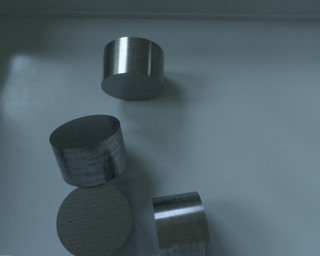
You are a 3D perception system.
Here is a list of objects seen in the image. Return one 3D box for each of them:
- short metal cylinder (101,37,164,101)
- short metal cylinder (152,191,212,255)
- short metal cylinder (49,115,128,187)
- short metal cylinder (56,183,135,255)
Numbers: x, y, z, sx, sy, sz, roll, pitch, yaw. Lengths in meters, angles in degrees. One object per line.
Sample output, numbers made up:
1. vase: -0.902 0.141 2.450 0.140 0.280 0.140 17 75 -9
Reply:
1. short metal cylinder: -0.035 -0.075 0.407 0.081 0.080 0.050 0 70 0
2. short metal cylinder: 0.022 0.113 0.339 0.050 0.080 0.080 -8 70 -3
3. short metal cylinder: -0.082 0.024 0.365 0.080 0.050 0.080 -7 28 4
4. short metal cylinder: -0.071 0.107 0.356 0.081 0.050 0.080 0 70 0
